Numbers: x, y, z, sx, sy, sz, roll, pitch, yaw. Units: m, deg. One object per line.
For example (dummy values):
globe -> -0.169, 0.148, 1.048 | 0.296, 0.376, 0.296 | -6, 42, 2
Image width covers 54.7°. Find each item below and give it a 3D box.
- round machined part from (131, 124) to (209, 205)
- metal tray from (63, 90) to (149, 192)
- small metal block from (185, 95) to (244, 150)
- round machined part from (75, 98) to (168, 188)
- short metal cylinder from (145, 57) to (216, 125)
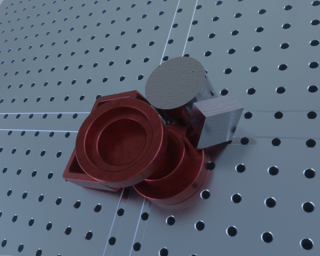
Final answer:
round machined part -> 0.005, 0.038, 0.369 | 0.098, 0.042, 0.098 | -13, 56, 20
metal tray -> -0.071, 0.015, 0.417 | 0.090, 0.030, 0.130 | -4, 59, 43
small metal block -> 0.061, -0.006, 0.351 | 0.050, 0.050, 0.025 | -14, 47, -24
round machined part -> -0.039, 0.019, 0.344 | 0.098, 0.042, 0.098 | -6, 62, 13
short metal cylinder -> 0.028, -0.046, 0.404 | 0.080, 0.050, 0.080 | -13, 56, 20
